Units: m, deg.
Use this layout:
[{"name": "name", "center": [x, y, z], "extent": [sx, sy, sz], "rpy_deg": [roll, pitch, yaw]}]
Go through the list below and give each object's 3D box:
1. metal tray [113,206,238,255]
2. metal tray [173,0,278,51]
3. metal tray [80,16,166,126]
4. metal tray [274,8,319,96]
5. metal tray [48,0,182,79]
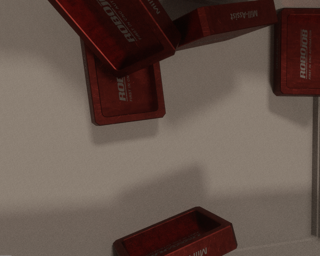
[{"name": "metal tray", "center": [0.016, 0.144, 0.383], "extent": [0.131, 0.090, 0.030], "rpy_deg": [-17, 96, -20]}, {"name": "metal tray", "center": [0.070, -0.127, 0.387], "extent": [0.131, 0.090, 0.030], "rpy_deg": [-21, 100, -33]}, {"name": "metal tray", "center": [-0.047, -0.072, 0.391], "extent": [0.091, 0.030, 0.129], "rpy_deg": [-8, 93, -20]}, {"name": "metal tray", "center": [0.226, -0.114, 0.476], "extent": [0.091, 0.030, 0.129], "rpy_deg": [1, 90, 1]}, {"name": "metal tray", "center": [-0.049, -0.121, 0.326], "extent": [0.130, 0.090, 0.030], "rpy_deg": [49, 42, -30]}]
